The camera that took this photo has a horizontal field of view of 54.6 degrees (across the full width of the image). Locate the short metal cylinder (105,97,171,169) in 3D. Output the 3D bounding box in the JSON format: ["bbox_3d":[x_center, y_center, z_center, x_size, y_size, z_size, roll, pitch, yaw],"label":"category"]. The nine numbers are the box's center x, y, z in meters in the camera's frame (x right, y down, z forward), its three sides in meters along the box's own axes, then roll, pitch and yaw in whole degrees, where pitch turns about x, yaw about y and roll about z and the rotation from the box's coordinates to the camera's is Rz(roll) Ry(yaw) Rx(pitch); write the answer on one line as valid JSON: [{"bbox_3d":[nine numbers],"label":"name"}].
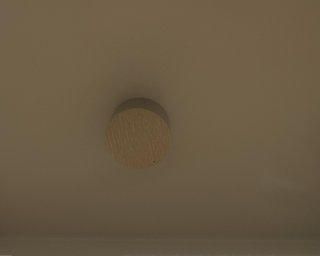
[{"bbox_3d":[-0.027,0.006,0.400,0.080,0.050,0.079,0,110,0],"label":"short metal cylinder"}]
